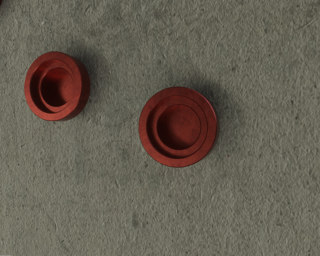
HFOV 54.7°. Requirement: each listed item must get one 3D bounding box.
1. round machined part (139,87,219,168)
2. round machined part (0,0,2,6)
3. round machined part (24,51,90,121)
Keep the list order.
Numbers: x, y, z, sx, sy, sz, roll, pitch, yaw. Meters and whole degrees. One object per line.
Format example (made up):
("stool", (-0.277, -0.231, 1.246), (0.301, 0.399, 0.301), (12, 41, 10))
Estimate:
("round machined part", (0.026, -0.001, 0.391), (0.098, 0.042, 0.097), (0, 90, 20))
("round machined part", (-0.299, -0.222, 0.506), (0.098, 0.042, 0.097), (0, 90, 20))
("round machined part", (-0.143, -0.058, 0.451), (0.098, 0.042, 0.097), (0, 90, 20))
